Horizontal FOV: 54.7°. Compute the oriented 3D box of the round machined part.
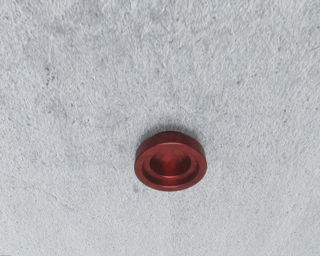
[{"bbox_3d":[0.014,0.042,0.434,0.099,0.042,0.097,-1,130,0],"label":"round machined part"}]
